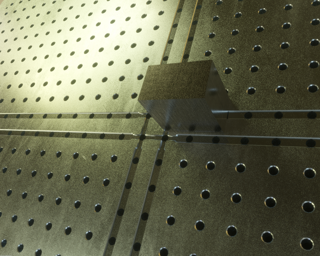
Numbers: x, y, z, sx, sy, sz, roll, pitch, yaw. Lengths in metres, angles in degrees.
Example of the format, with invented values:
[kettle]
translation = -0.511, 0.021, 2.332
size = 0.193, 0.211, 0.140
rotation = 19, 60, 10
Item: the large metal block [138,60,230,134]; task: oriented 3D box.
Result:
[large metal block]
translation = 0.032, -0.034, 0.376
size = 0.080, 0.080, 0.050
rotation = 1, 62, 28
